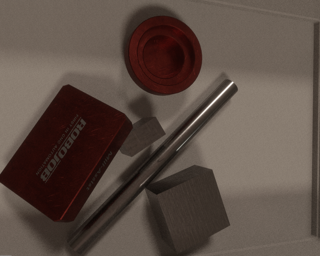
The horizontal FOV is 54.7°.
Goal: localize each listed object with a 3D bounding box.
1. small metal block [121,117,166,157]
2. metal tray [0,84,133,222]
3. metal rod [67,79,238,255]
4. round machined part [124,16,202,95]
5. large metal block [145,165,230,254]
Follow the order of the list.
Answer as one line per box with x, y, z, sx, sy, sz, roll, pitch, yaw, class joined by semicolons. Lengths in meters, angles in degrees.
-0.028;0.010;0.388;0.050;0.050;0.025;-34;101;-17;small metal block
-0.102;0.026;0.345;0.090;0.030;0.130;28;78;18;metal tray
0.000;0.041;0.411;0.301;0.025;0.025;-45;104;-15;metal rod
0.001;-0.091;0.403;0.099;0.042;0.097;0;90;-21;round machined part
0.036;0.104;0.412;0.081;0.050;0.080;-21;97;-19;large metal block
